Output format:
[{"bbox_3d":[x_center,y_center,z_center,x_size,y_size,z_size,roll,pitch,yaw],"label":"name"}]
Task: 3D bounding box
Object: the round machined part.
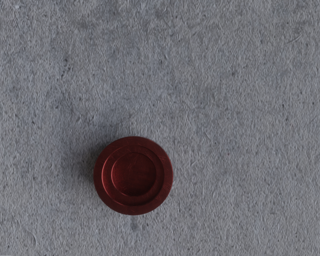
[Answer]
[{"bbox_3d":[-0.033,0.059,0.401,0.099,0.042,0.097,0,90,0],"label":"round machined part"}]
